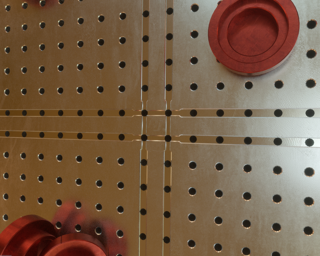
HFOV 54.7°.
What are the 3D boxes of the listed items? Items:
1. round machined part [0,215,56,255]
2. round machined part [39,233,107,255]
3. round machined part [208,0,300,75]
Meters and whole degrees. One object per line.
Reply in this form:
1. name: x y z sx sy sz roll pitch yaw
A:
1. round machined part: -0.183 0.176 0.435 0.042 0.098 0.097 14 95 26
2. round machined part: -0.117 0.197 0.417 0.099 0.042 0.097 -3 99 -17
3. round machined part: 0.109 -0.110 0.365 0.098 0.042 0.097 0 90 19
